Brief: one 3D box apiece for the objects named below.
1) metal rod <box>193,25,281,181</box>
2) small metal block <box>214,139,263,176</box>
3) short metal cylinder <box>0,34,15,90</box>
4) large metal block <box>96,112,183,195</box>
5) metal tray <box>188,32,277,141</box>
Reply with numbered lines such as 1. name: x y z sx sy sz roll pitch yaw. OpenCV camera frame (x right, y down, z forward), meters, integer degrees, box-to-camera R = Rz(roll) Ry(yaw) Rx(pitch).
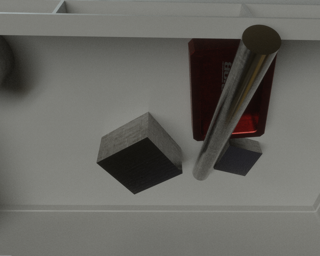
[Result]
1. metal rod: 0.064 0.005 0.335 0.025 0.025 0.299 0 155 -1
2. small metal block: 0.109 0.039 0.444 0.050 0.025 0.050 14 129 -12
3. short metal cylinder: -0.207 -0.068 0.331 0.081 0.050 0.079 0 130 0
4. large metal block: -0.026 0.037 0.424 0.080 0.050 0.080 -27 125 21
5. metal tray: 0.082 -0.044 0.369 0.091 0.030 0.129 -5 130 3
